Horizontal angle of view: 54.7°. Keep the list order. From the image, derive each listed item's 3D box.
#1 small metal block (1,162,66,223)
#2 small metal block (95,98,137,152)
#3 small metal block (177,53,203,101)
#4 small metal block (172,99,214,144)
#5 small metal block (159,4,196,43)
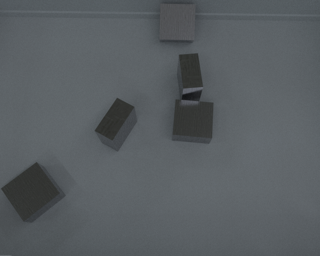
[{"bbox_3d":[-0.154,0.079,0.380,0.050,0.025,0.050,-39,75,-13],"label":"small metal block"},{"bbox_3d":[-0.054,-0.003,0.397,0.025,0.050,0.050,28,73,10],"label":"small metal block"},{"bbox_3d":[0.040,-0.065,0.420,0.025,0.050,0.050,-5,70,-2],"label":"small metal block"},{"bbox_3d":[0.043,-0.008,0.413,0.050,0.025,0.050,5,70,2],"label":"small metal block"},{"bbox_3d":[0.025,-0.153,0.455,0.050,0.025,0.050,1,97,0],"label":"small metal block"}]
